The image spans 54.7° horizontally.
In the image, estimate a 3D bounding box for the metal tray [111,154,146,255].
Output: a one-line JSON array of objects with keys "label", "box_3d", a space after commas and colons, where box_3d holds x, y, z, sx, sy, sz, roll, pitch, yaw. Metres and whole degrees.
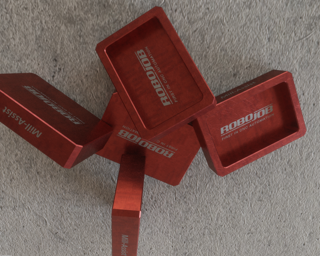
[{"label": "metal tray", "box_3d": [-0.039, 0.108, 0.395, 0.030, 0.090, 0.129, 5, 131, -2]}]

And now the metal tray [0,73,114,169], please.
[{"label": "metal tray", "box_3d": [-0.128, -0.014, 0.353, 0.130, 0.090, 0.030, 35, 107, 5]}]

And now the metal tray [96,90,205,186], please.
[{"label": "metal tray", "box_3d": [-0.016, 0.013, 0.413, 0.131, 0.030, 0.089, 24, 108, -9]}]

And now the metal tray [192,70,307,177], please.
[{"label": "metal tray", "box_3d": [0.112, -0.007, 0.390, 0.131, 0.030, 0.090, -25, 109, -7]}]

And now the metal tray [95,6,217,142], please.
[{"label": "metal tray", "box_3d": [-0.006, -0.060, 0.355, 0.090, 0.030, 0.130, -30, 79, 10]}]
